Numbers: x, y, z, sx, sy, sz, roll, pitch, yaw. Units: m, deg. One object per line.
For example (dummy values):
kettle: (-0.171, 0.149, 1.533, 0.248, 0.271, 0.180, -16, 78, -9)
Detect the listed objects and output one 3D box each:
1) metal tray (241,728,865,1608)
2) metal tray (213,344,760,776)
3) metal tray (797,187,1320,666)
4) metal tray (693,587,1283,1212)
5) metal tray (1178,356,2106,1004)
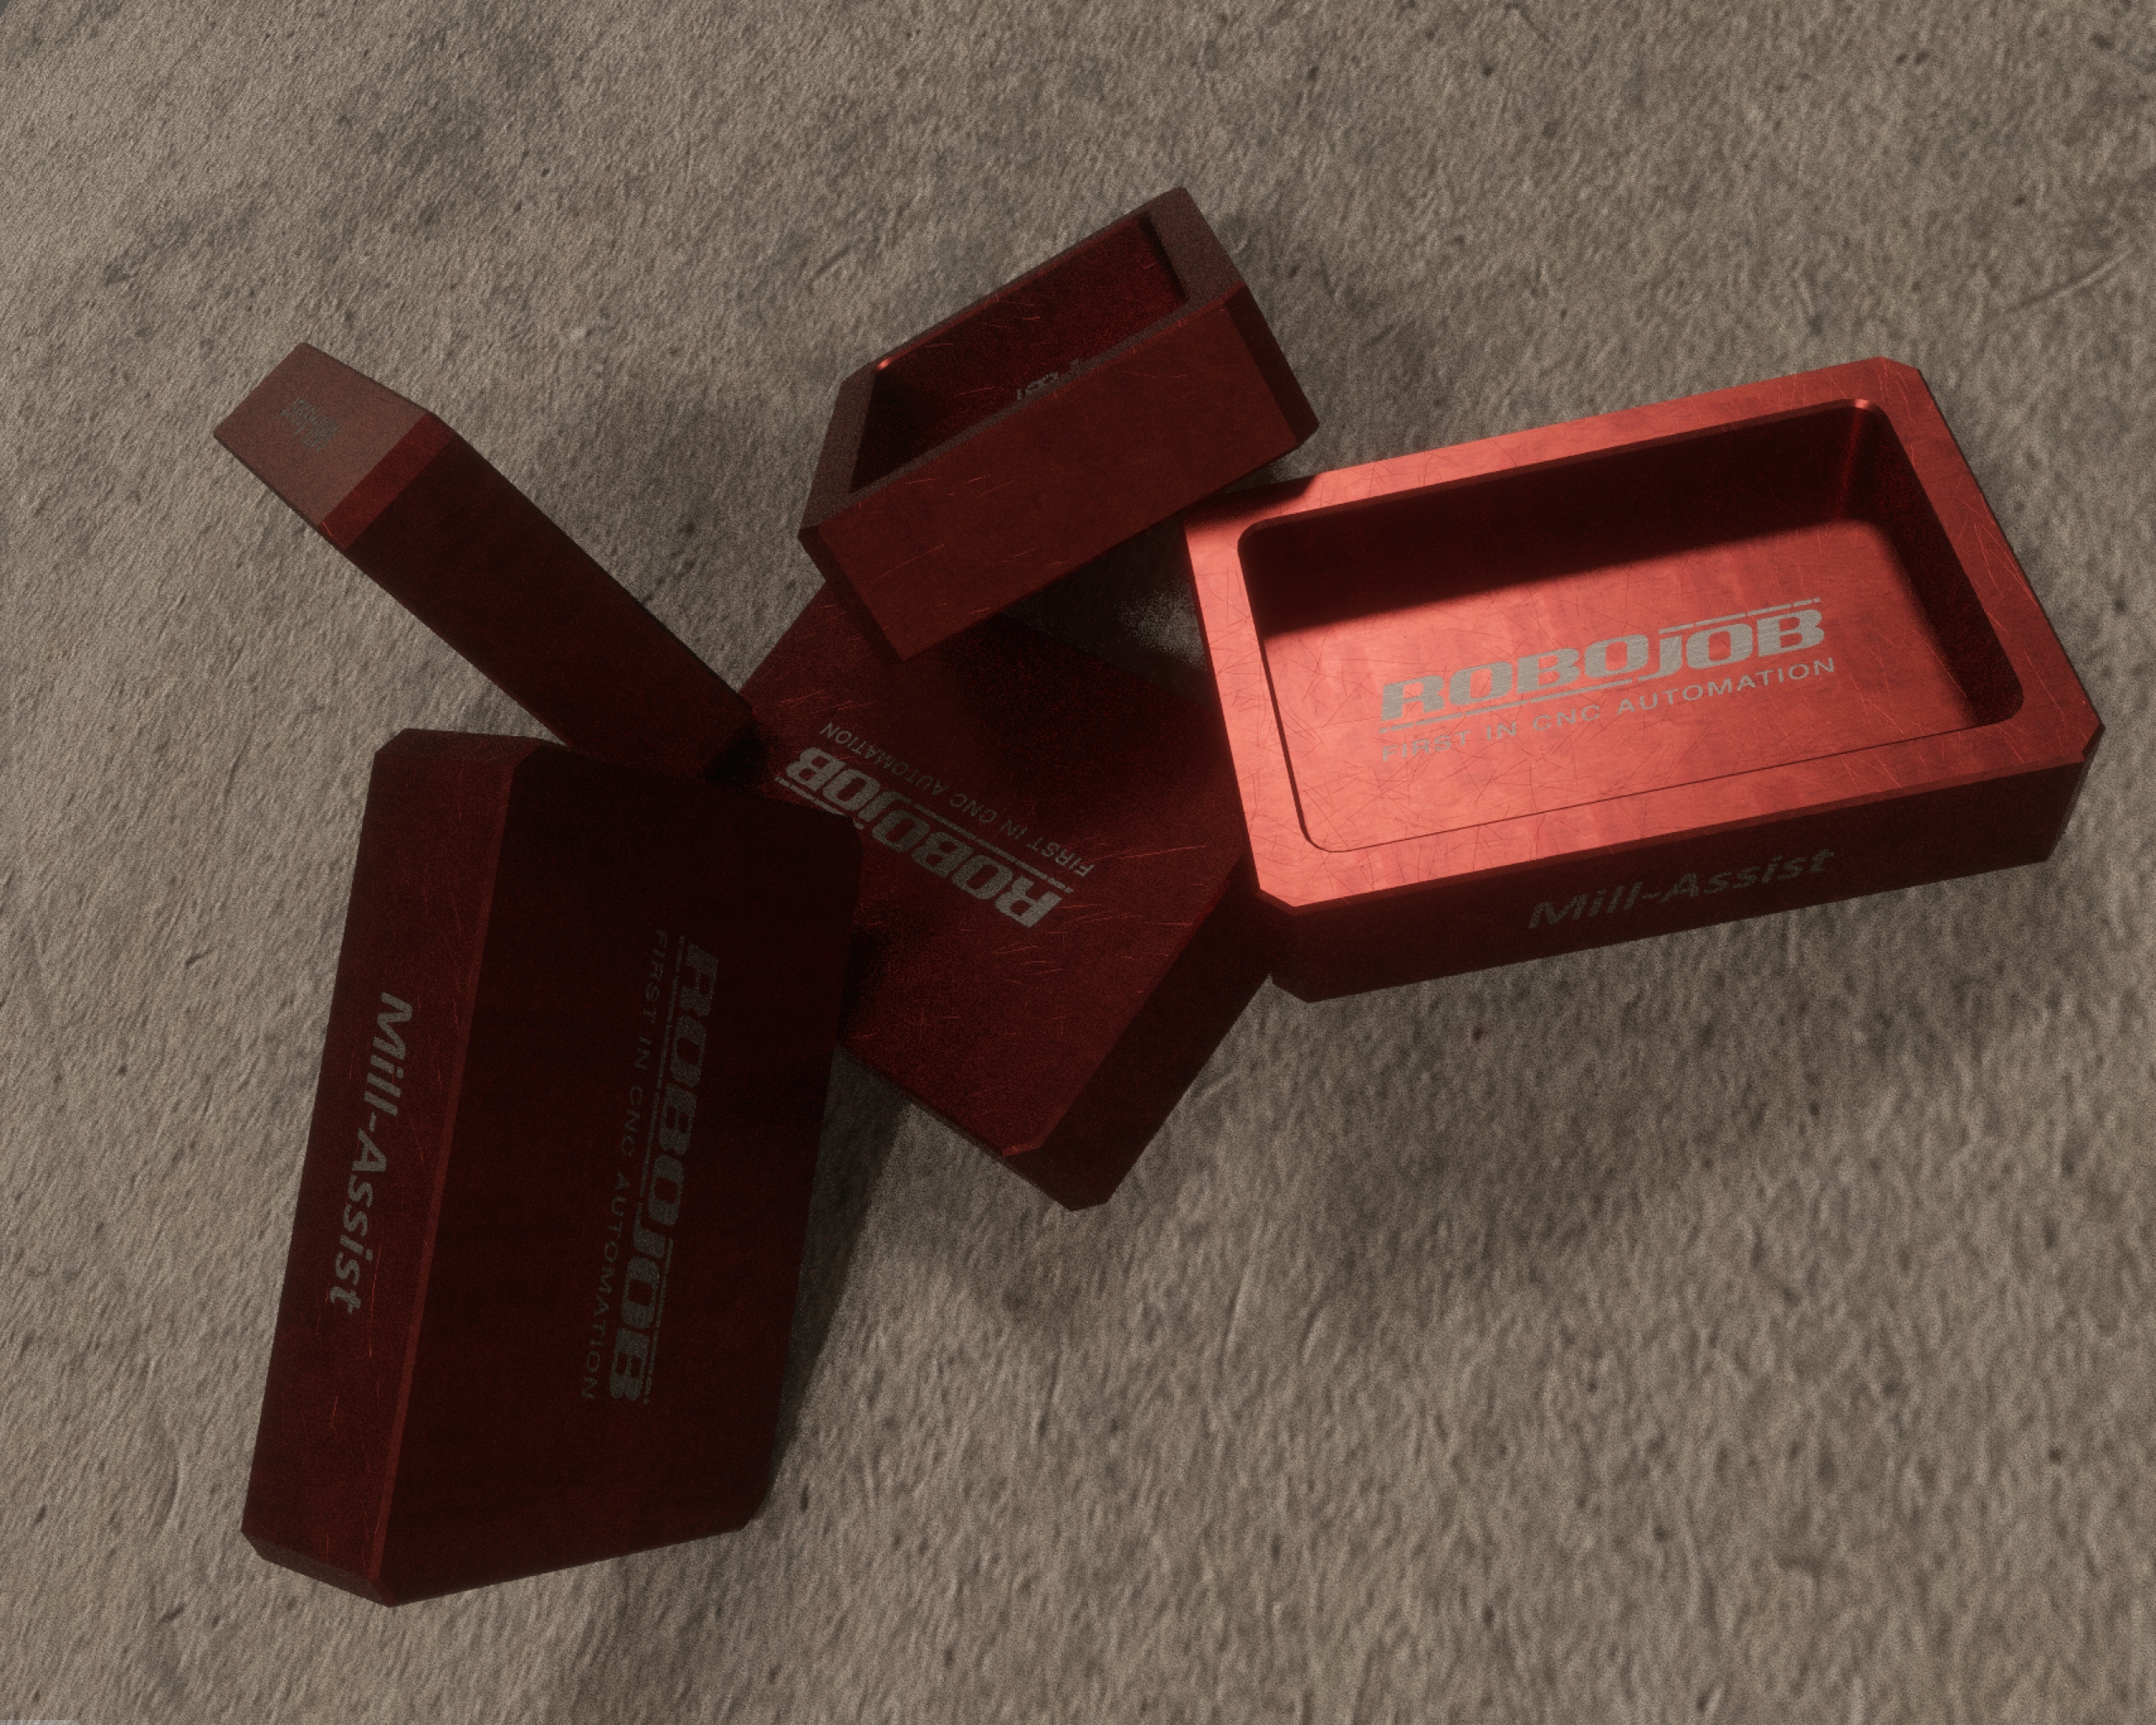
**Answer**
metal tray: (-0.083, 0.049, 0.350, 0.030, 0.090, 0.129, 6, 85, 31)
metal tray: (-0.130, -0.063, 0.449, 0.030, 0.090, 0.130, -49, 35, -6)
metal tray: (-0.006, -0.093, 0.423, 0.090, 0.030, 0.130, -27, 23, 10)
metal tray: (-0.023, -0.001, 0.413, 0.130, 0.030, 0.090, 29, 77, 37)
metal tray: (0.089, -0.033, 0.354, 0.131, 0.030, 0.090, -11, 55, 4)
